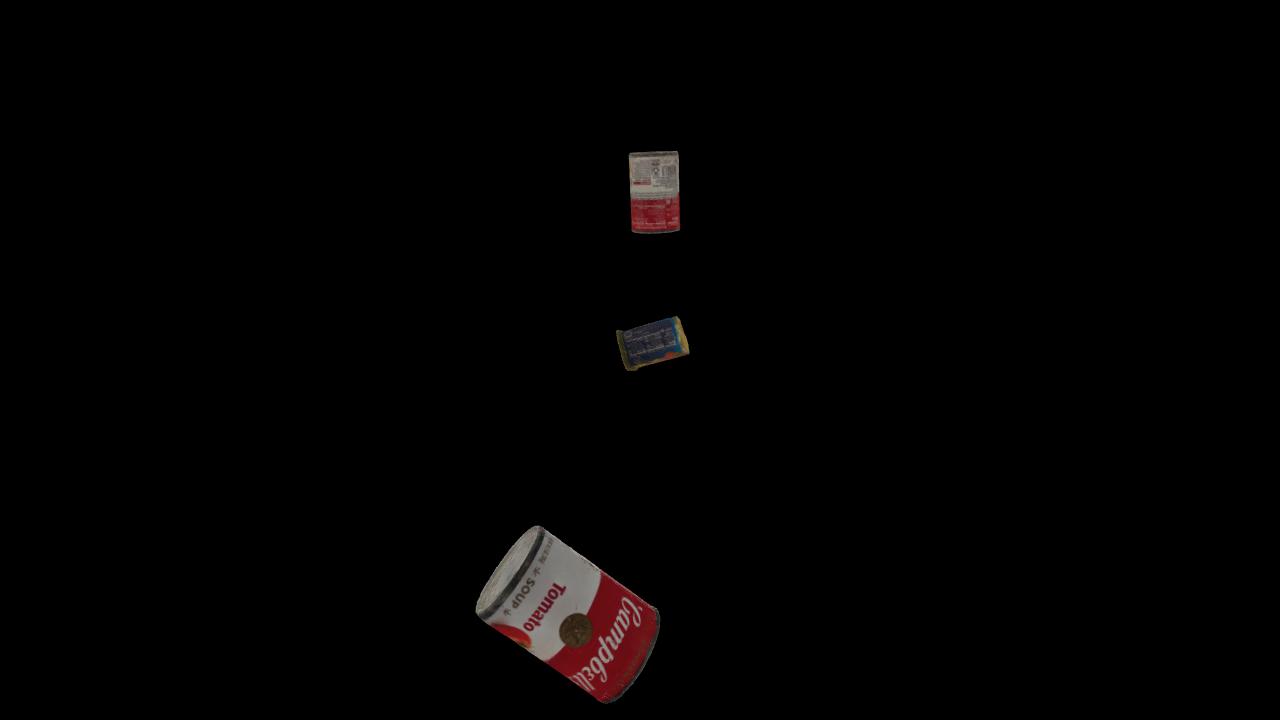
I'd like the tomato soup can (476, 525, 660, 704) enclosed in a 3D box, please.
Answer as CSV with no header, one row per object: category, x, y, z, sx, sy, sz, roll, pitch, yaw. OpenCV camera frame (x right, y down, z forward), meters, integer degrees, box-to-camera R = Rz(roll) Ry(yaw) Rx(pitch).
tomato soup can,-0.046,0.163,0.401,0.101,0.068,0.068,39,-6,-8

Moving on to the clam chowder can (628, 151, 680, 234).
clam chowder can,0.020,-0.225,0.825,0.068,0.102,0.068,-2,21,1

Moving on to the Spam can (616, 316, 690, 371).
Spam can,0.020,-0.023,0.857,0.085,0.058,0.101,-16,-3,8
